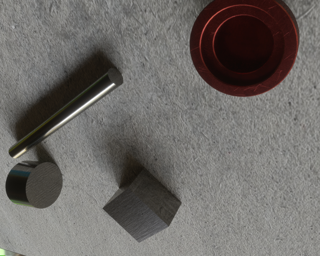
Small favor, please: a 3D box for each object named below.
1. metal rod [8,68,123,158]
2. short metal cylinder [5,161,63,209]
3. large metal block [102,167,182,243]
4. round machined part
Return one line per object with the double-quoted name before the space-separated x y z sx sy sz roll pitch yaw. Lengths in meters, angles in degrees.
"metal rod" -0.163 -0.011 0.485 0.299 0.025 0.025 -27 103 37
"short metal cylinder" -0.221 0.099 0.549 0.050 0.080 0.080 1 119 28
"large metal block" -0.028 0.121 0.480 0.080 0.050 0.080 45 129 -3
"round machined part" 0.082 -0.083 0.301 0.098 0.042 0.097 13 124 21
